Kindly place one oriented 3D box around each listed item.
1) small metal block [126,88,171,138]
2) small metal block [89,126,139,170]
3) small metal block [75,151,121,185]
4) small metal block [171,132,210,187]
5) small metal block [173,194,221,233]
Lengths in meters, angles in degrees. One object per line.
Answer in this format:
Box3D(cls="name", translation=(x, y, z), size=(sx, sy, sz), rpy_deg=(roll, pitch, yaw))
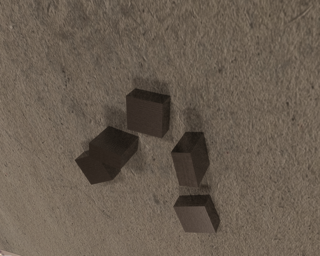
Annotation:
Box3D(cls="small metal block", translation=(-0.015, -0.019, 0.401), size=(0.050, 0.025, 0.050), rpy_deg=(14, 124, 20))
Box3D(cls="small metal block", translation=(-0.065, 0.027, 0.440), size=(0.050, 0.050, 0.025), rpy_deg=(19, 126, 16))
Box3D(cls="small metal block", translation=(-0.099, 0.060, 0.494), size=(0.050, 0.025, 0.050), rpy_deg=(-18, 109, 34))
Box3D(cls="small metal block", translation=(0.040, 0.039, 0.393), size=(0.025, 0.050, 0.050), rpy_deg=(0, 118, 28))
Box3D(cls="small metal block", translation=(0.055, 0.126, 0.455), size=(0.050, 0.025, 0.050), rpy_deg=(-10, 114, 32))
